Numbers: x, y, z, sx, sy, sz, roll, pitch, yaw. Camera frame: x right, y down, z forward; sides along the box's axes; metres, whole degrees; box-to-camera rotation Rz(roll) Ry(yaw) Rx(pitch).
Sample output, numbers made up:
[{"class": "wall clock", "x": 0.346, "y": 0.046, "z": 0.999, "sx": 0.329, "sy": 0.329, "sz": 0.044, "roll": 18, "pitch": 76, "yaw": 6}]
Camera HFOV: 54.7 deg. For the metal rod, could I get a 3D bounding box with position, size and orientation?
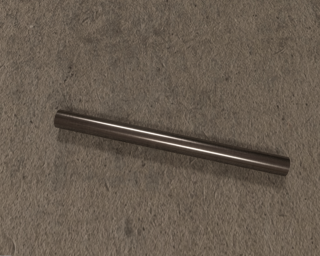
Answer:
[{"class": "metal rod", "x": 0.012, "y": 0.018, "z": 0.401, "sx": 0.302, "sy": 0.025, "sz": 0.025, "roll": 12, "pitch": 71, "yaw": 4}]
